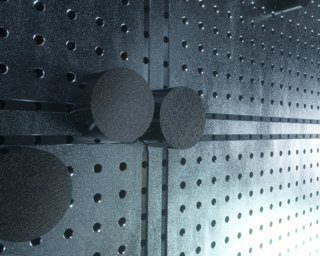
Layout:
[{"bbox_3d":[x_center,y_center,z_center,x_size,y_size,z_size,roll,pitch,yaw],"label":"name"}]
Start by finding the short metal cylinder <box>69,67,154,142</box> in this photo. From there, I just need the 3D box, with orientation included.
[{"bbox_3d":[-0.054,-0.025,0.350,0.081,0.050,0.079,0,90,-40],"label":"short metal cylinder"}]

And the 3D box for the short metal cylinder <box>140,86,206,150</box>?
[{"bbox_3d":[0.014,-0.013,0.407,0.081,0.050,0.079,0,90,-40],"label":"short metal cylinder"}]

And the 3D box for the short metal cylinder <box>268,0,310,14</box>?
[{"bbox_3d":[0.255,-0.272,0.609,0.081,0.050,0.079,0,90,-40],"label":"short metal cylinder"}]

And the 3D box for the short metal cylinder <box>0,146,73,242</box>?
[{"bbox_3d":[-0.130,0.057,0.285,0.081,0.050,0.079,0,90,-40],"label":"short metal cylinder"}]
